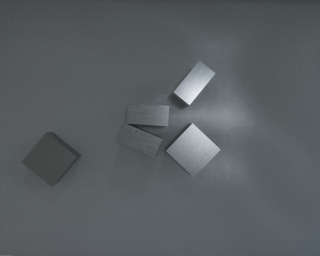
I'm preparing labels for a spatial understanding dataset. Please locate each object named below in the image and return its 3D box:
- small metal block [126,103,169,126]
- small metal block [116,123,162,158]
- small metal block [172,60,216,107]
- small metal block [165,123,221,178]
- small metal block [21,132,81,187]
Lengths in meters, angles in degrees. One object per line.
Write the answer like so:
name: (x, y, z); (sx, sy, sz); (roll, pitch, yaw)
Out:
small metal block: (-0.015, -0.016, 0.399); (0.050, 0.050, 0.025); (4, 90, -1)
small metal block: (-0.025, 0.015, 0.399); (0.050, 0.050, 0.025); (23, 90, -1)
small metal block: (0.042, -0.055, 0.399); (0.025, 0.050, 0.050); (39, 90, -1)
small metal block: (0.043, 0.029, 0.412); (0.050, 0.025, 0.050); (44, 90, -1)
small metal block: (-0.143, 0.040, 0.410); (0.050, 0.025, 0.050); (40, 90, -1)
